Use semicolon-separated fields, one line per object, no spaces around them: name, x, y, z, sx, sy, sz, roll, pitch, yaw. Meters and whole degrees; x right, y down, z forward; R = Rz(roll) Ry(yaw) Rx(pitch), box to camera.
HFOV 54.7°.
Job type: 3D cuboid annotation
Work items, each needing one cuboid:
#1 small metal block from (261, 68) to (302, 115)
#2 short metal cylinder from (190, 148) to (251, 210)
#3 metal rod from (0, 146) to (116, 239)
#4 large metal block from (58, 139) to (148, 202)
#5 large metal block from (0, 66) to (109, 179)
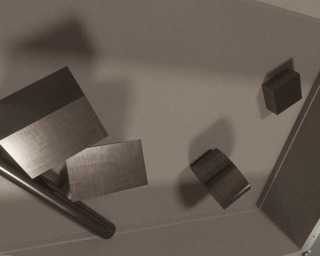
small metal block;0.190;-0.056;0.480;0.050;0.025;0.050;-33;129;-7
short metal cylinder;0.091;0.077;0.473;0.050;0.080;0.080;-39;130;-3
metal rod;-0.150;0.065;0.367;0.025;0.025;0.300;-40;130;-1
large metal block;-0.069;0.045;0.355;0.081;0.080;0.050;-8;89;-24
large metal block;-0.109;-0.010;0.308;0.080;0.080;0.050;-30;129;-9
